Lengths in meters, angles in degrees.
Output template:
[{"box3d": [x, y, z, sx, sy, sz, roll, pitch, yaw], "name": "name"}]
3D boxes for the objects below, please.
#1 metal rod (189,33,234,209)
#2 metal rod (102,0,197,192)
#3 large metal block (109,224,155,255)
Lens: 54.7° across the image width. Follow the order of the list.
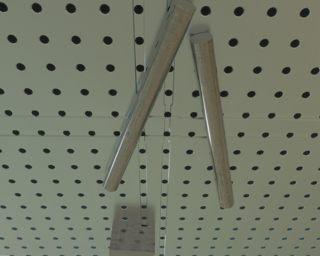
[{"box3d": [0.078, 0.014, 0.425, 0.025, 0.025, 0.299, -10, 130, 8], "name": "metal rod"}, {"box3d": [-0.027, -0.016, 0.397, 0.025, 0.025, 0.298, 15, 128, -13], "name": "metal rod"}, {"box3d": [-0.055, 0.231, 0.592, 0.081, 0.050, 0.079, 6, 130, -6], "name": "large metal block"}]
